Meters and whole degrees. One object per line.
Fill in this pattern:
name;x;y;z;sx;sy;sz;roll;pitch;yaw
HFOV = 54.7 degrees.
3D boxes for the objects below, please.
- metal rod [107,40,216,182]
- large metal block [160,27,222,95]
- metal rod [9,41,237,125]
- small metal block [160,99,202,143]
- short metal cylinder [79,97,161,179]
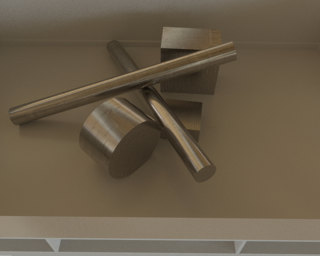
metal rod;-0.015;-0.044;0.416;0.025;0.025;0.300;-19;45;-16
large metal block;0.043;-0.096;0.451;0.080;0.080;0.050;3;50;2
metal rod;-0.051;-0.056;0.403;0.301;0.025;0.025;-16;51;5
small metal block;0.029;-0.011;0.414;0.050;0.025;0.050;7;50;5
short metal cylinder;-0.045;0.012;0.359;0.050;0.080;0.080;37;59;26
